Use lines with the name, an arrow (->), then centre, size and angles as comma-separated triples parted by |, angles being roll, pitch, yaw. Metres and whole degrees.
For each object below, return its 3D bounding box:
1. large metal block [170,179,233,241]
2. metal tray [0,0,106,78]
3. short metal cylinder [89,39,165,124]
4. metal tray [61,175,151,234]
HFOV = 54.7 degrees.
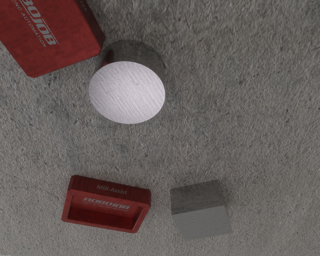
large metal block -> 0.068, 0.136, 0.507 | 0.080, 0.050, 0.080 | -14, 129, 11
metal tray -> -0.123, -0.120, 0.300 | 0.090, 0.030, 0.130 | -17, 129, 13
short metal cylinder -> -0.035, -0.051, 0.347 | 0.081, 0.050, 0.079 | 0, 130, 0
metal tray -> -0.089, 0.129, 0.512 | 0.131, 0.030, 0.089 | 14, 129, -12
